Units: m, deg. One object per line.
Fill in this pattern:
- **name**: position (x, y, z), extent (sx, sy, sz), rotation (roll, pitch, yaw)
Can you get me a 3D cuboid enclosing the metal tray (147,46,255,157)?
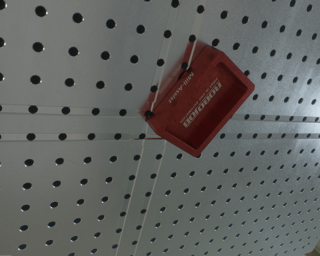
- **metal tray**: position (0.057, -0.032, 0.418), extent (0.090, 0.030, 0.130), rotation (33, 100, -38)
